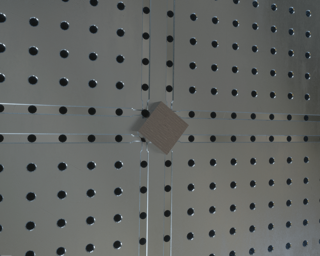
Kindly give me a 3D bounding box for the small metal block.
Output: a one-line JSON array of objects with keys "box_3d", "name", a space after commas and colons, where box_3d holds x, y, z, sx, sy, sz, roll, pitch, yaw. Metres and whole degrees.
[{"box_3d": [0.001, 0.000, 0.413, 0.050, 0.025, 0.050, 40, 77, -16], "name": "small metal block"}]
